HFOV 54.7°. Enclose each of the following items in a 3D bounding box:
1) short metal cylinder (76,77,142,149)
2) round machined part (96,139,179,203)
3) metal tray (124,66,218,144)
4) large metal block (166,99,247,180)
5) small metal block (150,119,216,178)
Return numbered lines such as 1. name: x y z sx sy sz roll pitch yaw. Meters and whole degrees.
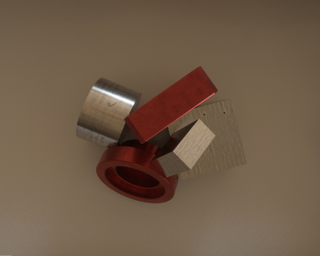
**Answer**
1. short metal cylinder: -0.062 -0.016 0.381 0.050 0.080 0.080 23 90 -1
2. round machined part: -0.024 0.051 0.383 0.098 0.097 0.042 20 55 -1
3. metal tray: 0.010 -0.023 0.357 0.090 0.130 0.030 -35 91 0
4. large metal block: 0.054 0.012 0.391 0.080 0.050 0.080 -14 95 -1
5. small metal block: 0.024 0.022 0.329 0.025 0.050 0.050 46 58 -7
